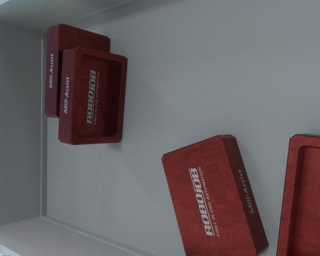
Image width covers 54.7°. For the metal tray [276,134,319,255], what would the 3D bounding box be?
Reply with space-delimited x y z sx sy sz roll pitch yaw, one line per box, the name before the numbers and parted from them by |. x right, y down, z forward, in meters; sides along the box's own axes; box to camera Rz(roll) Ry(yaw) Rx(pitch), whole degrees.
metal tray | 0.158 0.074 0.272 0.090 0.030 0.129 8 95 39

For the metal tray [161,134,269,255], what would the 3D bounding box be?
metal tray | 0.058 0.081 0.356 0.090 0.030 0.129 -23 75 37

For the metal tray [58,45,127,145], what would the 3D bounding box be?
metal tray | -0.094 -0.043 0.441 0.030 0.091 0.129 8 95 40

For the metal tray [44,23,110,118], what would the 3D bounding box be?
metal tray | -0.122 -0.079 0.465 0.030 0.091 0.129 5 93 40
